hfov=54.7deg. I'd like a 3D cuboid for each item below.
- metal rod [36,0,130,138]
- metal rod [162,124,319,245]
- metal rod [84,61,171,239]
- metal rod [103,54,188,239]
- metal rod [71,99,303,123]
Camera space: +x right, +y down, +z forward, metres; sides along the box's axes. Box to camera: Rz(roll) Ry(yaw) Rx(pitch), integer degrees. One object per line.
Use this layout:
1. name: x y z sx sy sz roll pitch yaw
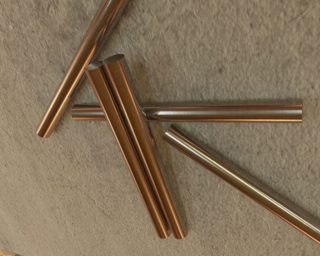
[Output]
1. metal rod: -0.110 -0.078 0.414 0.025 0.025 0.298 43 129 -2
2. metal rod: 0.134 0.088 0.389 0.301 0.025 0.025 34 129 5
3. metal rod: -0.034 0.050 0.431 0.025 0.025 0.298 0 126 28
4. metal rod: -0.009 0.045 0.414 0.025 0.025 0.298 0 126 28
5. metal rod: 0.013 -0.020 0.386 0.301 0.025 0.025 1 119 27
